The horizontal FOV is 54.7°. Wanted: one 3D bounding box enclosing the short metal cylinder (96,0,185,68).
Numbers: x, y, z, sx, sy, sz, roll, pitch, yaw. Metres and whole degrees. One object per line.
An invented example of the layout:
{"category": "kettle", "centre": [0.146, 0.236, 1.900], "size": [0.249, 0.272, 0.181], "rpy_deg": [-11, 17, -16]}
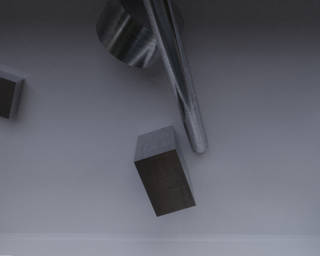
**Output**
{"category": "short metal cylinder", "centre": [-0.021, -0.112, 0.333], "size": [0.080, 0.080, 0.050], "rpy_deg": [34, 135, -12]}

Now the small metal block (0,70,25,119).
{"category": "small metal block", "centre": [-0.206, -0.045, 0.392], "size": [0.050, 0.025, 0.050], "rpy_deg": [18, 109, -7]}

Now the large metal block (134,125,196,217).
{"category": "large metal block", "centre": [0.007, 0.052, 0.401], "size": [0.050, 0.080, 0.080], "rpy_deg": [-18, 109, 6]}

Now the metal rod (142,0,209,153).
{"category": "metal rod", "centre": [0.016, -0.066, 0.310], "size": [0.025, 0.025, 0.299], "rpy_deg": [-17, 139, 6]}
